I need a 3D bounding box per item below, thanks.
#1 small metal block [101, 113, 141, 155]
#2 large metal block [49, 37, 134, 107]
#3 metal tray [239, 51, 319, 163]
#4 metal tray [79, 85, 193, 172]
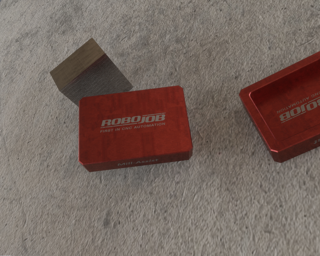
[{"bbox_3d":[-0.050,0.014,0.400,0.025,0.050,0.050,-20,48,53],"label":"small metal block"},{"bbox_3d":[-0.100,-0.072,0.463,0.080,0.080,0.050,-39,51,1],"label":"large metal block"},{"bbox_3d":[0.164,-0.030,0.332,0.130,0.030,0.090,-26,53,11],"label":"metal tray"},{"bbox_3d":[-0.031,0.000,0.381,0.131,0.030,0.090,-7,64,0],"label":"metal tray"}]
